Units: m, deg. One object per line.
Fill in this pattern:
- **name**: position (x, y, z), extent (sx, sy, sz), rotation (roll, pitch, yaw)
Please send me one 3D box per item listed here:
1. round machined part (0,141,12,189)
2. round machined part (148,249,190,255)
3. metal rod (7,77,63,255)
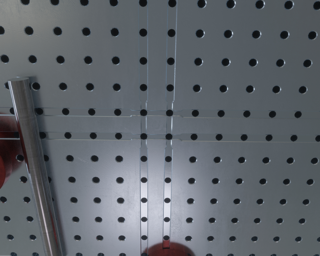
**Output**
- **round machined part**: position (-0.249, 0.044, 0.418), extent (0.099, 0.042, 0.097), rotation (0, 110, 0)
- **round machined part**: position (0.014, 0.247, 0.495), extent (0.099, 0.042, 0.097), rotation (0, 110, 0)
- **metal rod**: position (-0.171, 0.078, 0.440), extent (0.025, 0.025, 0.298), rotation (-2, 110, 1)
